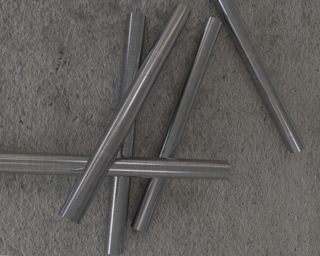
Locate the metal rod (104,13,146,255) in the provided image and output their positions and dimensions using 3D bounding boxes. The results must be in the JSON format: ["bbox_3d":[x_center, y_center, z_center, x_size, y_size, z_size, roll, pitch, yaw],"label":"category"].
[{"bbox_3d":[-0.043,0.005,0.392,0.025,0.025,0.298,6,88,-20],"label":"metal rod"}]

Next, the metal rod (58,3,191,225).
[{"bbox_3d":[-0.031,-0.033,0.366,0.025,0.025,0.300,33,68,-17],"label":"metal rod"}]

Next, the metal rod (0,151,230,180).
[{"bbox_3d":[-0.064,0.044,0.361,0.302,0.025,0.025,4,89,-11],"label":"metal rod"}]

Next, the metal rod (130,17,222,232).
[{"bbox_3d":[0.024,-0.010,0.417,0.025,0.025,0.299,23,82,-19],"label":"metal rod"}]

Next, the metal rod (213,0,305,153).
[{"bbox_3d":[0.142,-0.094,0.460,0.025,0.025,0.299,-34,101,-17],"label":"metal rod"}]
